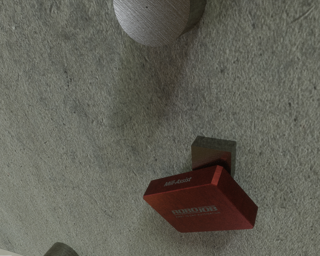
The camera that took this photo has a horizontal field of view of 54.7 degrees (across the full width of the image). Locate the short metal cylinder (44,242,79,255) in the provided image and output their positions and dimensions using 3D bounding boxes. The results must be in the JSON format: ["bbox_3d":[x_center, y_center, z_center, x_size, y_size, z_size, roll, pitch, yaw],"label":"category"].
[{"bbox_3d":[-0.226,0.306,0.699,0.080,0.050,0.079,13,124,21],"label":"short metal cylinder"}]

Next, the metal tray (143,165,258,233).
[{"bbox_3d":[0.051,0.101,0.418,0.130,0.030,0.090,-22,119,43],"label":"metal tray"}]

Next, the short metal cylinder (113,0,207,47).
[{"bbox_3d":[0.001,-0.128,0.311,0.080,0.050,0.079,13,124,21],"label":"short metal cylinder"}]

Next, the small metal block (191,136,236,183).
[{"bbox_3d":[0.069,0.041,0.396,0.050,0.025,0.050,8,122,24],"label":"small metal block"}]
